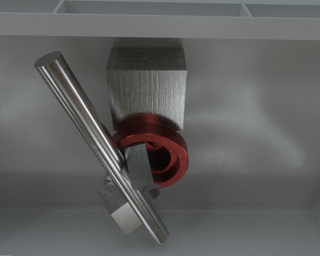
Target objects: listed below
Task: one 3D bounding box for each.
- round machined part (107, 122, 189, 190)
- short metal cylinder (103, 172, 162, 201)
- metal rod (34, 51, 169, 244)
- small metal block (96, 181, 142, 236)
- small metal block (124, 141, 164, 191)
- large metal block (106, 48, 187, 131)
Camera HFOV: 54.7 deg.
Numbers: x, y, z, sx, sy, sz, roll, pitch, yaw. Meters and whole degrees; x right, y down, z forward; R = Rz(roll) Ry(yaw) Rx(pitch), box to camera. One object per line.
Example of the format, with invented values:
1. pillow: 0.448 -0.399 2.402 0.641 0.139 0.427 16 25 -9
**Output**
1. round machined part: -0.015 0.030 0.383 0.099 0.042 0.097 -1 130 0
2. short metal cylinder: -0.038 0.067 0.448 0.081 0.050 0.079 0 130 0
3. metal rod: -0.047 0.048 0.356 0.025 0.025 0.299 -15 129 12
4. small metal block: -0.055 0.106 0.412 0.025 0.050 0.050 -35 129 -15
5. small metal block: -0.018 0.046 0.367 0.025 0.050 0.050 -17 163 9
6. large metal block: -0.014 -0.043 0.352 0.081 0.050 0.079 0 130 -1
